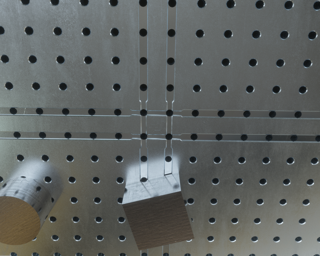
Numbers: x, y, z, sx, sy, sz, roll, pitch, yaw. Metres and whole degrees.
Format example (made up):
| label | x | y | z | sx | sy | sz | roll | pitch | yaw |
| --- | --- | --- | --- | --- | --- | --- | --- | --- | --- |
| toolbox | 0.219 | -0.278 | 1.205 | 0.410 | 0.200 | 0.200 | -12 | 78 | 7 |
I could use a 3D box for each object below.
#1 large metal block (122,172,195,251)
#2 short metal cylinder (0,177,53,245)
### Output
| label | x | y | z | sx | sy | sz | roll | pitch | yaw |
| --- | --- | --- | --- | --- | --- | --- | --- | --- | --- |
| large metal block | -0.001 | 0.119 | 0.444 | 0.080 | 0.050 | 0.080 | -14 | 110 | 5 |
| short metal cylinder | -0.202 | 0.118 | 0.441 | 0.081 | 0.050 | 0.079 | 0 | 110 | 0 |
